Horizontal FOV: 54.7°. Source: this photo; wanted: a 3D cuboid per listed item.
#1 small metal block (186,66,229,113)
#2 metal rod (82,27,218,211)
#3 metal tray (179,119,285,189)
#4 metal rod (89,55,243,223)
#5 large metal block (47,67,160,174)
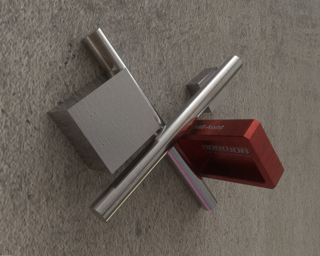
[{"bbox_3d":[0.073,-0.058,0.469,0.050,0.025,0.050,-43,116,-32],"label":"small metal block"},{"bbox_3d":[0.000,0.006,0.408,0.025,0.025,0.299,-50,120,-29],"label":"metal rod"},{"bbox_3d":[0.084,0.032,0.410,0.030,0.130,0.090,-50,120,-28],"label":"metal tray"},{"bbox_3d":[0.025,-0.005,0.396,0.301,0.025,0.025,-47,118,-30],"label":"metal rod"},{"bbox_3d":[-0.059,-0.009,0.341,0.080,0.050,0.080,-44,117,-31],"label":"large metal block"}]
